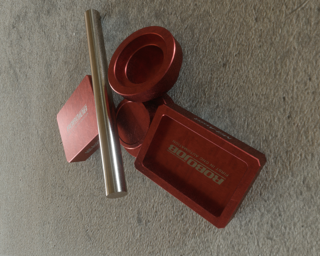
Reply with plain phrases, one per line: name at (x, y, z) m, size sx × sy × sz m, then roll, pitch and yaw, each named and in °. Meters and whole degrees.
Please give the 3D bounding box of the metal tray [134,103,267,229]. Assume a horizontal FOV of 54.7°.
metal tray at (0.041, 0.039, 0.355) m, size 0.130 × 0.030 × 0.089 m, roll 32°, pitch 110°, yaw 24°

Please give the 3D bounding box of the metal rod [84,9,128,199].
metal rod at (-0.079, -0.051, 0.428) m, size 0.025 × 0.025 × 0.299 m, roll -34°, pitch 56°, yaw 35°

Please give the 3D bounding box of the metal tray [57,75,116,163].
metal tray at (-0.116, -0.011, 0.485) m, size 0.129 × 0.030 × 0.090 m, roll -38°, pitch 64°, yaw 42°

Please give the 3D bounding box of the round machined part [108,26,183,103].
round machined part at (-0.015, -0.076, 0.393) m, size 0.098 × 0.042 × 0.098 m, roll -14°, pitch 61°, yaw 27°

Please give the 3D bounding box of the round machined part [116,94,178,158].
round machined part at (-0.025, -0.007, 0.417) m, size 0.098 × 0.042 × 0.097 m, roll 0°, pitch 90°, yaw 40°
